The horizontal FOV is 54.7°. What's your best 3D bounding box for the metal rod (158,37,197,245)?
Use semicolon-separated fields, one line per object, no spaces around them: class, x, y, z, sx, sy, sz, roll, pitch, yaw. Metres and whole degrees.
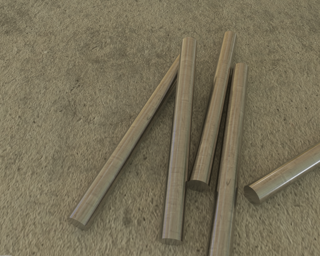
metal rod;0.028;-0.009;0.393;0.025;0.025;0.300;5;55;4

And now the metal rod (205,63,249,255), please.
metal rod;0.089;0.021;0.386;0.025;0.025;0.300;11;51;9

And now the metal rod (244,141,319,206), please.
metal rod;0.230;0.015;0.391;0.302;0.025;0.025;-25;55;-20

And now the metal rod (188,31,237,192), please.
metal rod;0.082;-0.046;0.441;0.025;0.025;0.300;12;51;9

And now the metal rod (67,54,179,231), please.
metal rod;-0.023;-0.006;0.407;0.025;0.025;0.301;19;52;15
